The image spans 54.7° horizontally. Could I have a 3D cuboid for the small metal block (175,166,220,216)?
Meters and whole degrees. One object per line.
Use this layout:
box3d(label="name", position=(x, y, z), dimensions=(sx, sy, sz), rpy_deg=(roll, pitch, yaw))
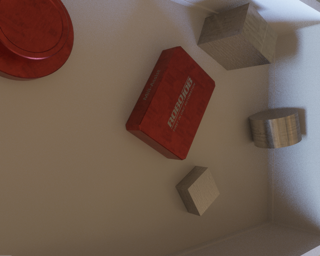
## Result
box3d(label="small metal block", position=(0.056, 0.092, 0.457), dimensions=(0.050, 0.025, 0.050), rpy_deg=(-39, 114, -33))

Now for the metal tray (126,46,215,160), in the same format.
box3d(label="metal tray", position=(0.019, -0.033, 0.422), dimensions=(0.090, 0.030, 0.130), rpy_deg=(38, 67, -34))

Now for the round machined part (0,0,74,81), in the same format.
box3d(label="round machined part", position=(-0.127, -0.095, 0.290), dimensions=(0.099, 0.042, 0.097), rpy_deg=(0, 90, -40))

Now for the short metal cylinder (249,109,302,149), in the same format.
box3d(label="short metal cylinder", position=(0.202, -0.001, 0.544), dimensions=(0.081, 0.080, 0.050), rpy_deg=(-21, 104, -38))

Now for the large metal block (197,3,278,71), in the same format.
box3d(label="large metal block", position=(0.118, -0.134, 0.472), dimensions=(0.080, 0.080, 0.050), rpy_deg=(28, 73, -37))
